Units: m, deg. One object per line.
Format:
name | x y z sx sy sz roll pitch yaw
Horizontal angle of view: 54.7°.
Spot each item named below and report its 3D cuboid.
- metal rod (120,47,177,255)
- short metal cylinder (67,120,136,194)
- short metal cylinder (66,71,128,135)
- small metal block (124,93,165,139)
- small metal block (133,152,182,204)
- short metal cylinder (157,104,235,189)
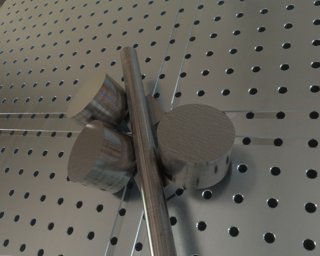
metal rod | -0.022 0.006 0.378 0.025 0.025 0.299 -23 53 14
short metal cylinder | -0.072 0.036 0.386 0.080 0.050 0.080 -31 45 38
short metal cylinder | -0.085 -0.033 0.434 0.080 0.050 0.080 -34 33 26
small metal block | -0.017 -0.011 0.420 0.050 0.025 0.050 -37 51 3
small metal block | -0.002 0.057 0.370 0.050 0.025 0.050 -35 51 5
short metal cylinder | 0.038 0.019 0.339 0.080 0.050 0.080 -2 49 2
